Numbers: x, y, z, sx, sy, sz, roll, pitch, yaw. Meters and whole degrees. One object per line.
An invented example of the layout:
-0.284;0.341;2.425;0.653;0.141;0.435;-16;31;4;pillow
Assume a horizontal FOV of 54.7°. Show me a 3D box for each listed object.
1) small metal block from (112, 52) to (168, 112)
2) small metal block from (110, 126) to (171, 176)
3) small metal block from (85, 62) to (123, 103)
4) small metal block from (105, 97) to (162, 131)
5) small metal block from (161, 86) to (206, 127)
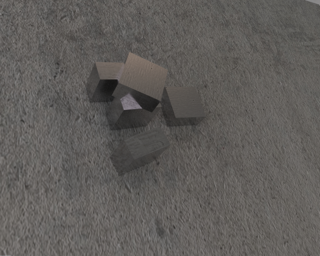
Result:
-0.022;-0.053;0.360;0.050;0.025;0.050;23;53;-15;small metal block
-0.024;0.027;0.358;0.050;0.050;0.025;-20;72;-35;small metal block
-0.061;-0.057;0.389;0.050;0.050;0.025;-6;65;-31;small metal block
-0.033;-0.022;0.383;0.050;0.050;0.025;-7;65;-31;small metal block
0.031;-0.031;0.439;0.050;0.025;0.050;-3;63;-30;small metal block
